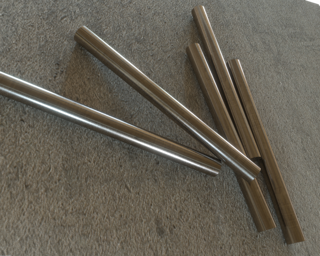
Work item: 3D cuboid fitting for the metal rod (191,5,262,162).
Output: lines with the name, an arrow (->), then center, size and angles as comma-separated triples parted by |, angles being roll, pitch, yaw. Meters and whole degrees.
metal rod -> 0.102, -0.085, 0.510 | 0.025, 0.025, 0.299 | 1, 61, -28

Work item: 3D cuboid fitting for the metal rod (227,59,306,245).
metal rod -> 0.153, 0.019, 0.473 | 0.025, 0.025, 0.299 | 3, 60, -27

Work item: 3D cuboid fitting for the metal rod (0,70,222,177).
metal rod -> -0.060, -0.002, 0.372 | 0.302, 0.025, 0.025 | 22, 54, -15

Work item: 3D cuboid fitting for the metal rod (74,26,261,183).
metal rod -> 0.007, -0.034, 0.412 | 0.300, 0.025, 0.025 | 40, 51, 4

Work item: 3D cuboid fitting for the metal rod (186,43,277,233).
metal rod -> 0.096, -0.001, 0.455 | 0.025, 0.025, 0.299 | -4, 64, -30
